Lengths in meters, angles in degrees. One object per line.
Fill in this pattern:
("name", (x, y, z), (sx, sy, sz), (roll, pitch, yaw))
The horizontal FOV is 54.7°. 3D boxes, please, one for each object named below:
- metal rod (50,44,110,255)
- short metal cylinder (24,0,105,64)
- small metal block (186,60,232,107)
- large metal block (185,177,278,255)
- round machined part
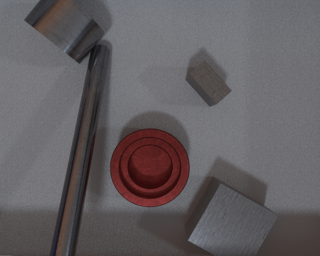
("metal rod", (-0.091, 0.034, 0.354), (0.025, 0.025, 0.299), (5, 67, 0))
("short metal cylinder", (-0.116, -0.124, 0.382), (0.080, 0.080, 0.050), (39, 90, -1))
("small metal block", (0.061, -0.056, 0.400), (0.025, 0.050, 0.050), (-42, 91, 0))
("large metal block", (0.089, 0.121, 0.400), (0.080, 0.050, 0.080), (30, 90, -1))
("round machined part", (-0.013, 0.049, 0.403), (0.099, 0.042, 0.097), (0, 90, -1))
